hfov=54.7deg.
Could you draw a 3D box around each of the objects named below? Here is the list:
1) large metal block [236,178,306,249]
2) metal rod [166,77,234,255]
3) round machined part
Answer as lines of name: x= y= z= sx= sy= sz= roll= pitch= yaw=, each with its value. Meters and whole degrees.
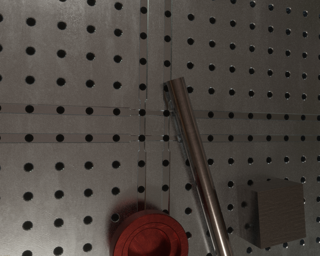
large metal block: x=0.165 y=0.124 z=0.463 sx=0.081 sy=0.050 sz=0.079 roll=-5 pitch=92 yaw=-20
metal rod: x=0.062 y=0.076 z=0.437 sx=0.025 sy=0.025 sz=0.298 roll=-19 pitch=97 yaw=-19
round machined part: x=-0.016 y=0.153 z=0.399 sx=0.099 sy=0.042 sz=0.097 roll=0 pitch=90 yaw=-21
